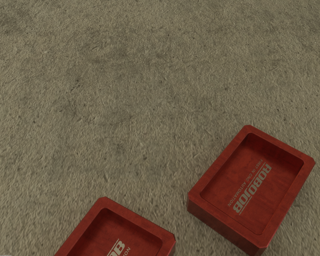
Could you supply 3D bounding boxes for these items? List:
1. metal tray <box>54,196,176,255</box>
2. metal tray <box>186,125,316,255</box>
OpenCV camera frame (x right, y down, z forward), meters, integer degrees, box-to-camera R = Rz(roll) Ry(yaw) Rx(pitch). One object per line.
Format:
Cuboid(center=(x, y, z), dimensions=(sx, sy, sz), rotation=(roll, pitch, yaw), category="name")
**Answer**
Cuboid(center=(-0.054, 0.138, 0.283), dimensions=(0.090, 0.030, 0.130), rotation=(24, 54, 19), category="metal tray")
Cuboid(center=(0.102, 0.063, 0.347), dimensions=(0.090, 0.030, 0.131), rotation=(32, 57, 24), category="metal tray")
